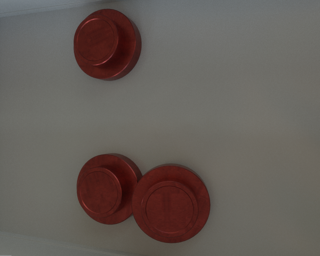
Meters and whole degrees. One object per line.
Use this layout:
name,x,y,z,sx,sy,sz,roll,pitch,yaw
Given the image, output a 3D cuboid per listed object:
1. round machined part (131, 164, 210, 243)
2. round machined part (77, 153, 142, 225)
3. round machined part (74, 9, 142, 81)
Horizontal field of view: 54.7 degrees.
round machined part,0.013,0.095,0.384,0.099,0.042,0.097,0,91,4
round machined part,-0.074,0.085,0.428,0.098,0.042,0.097,0,90,20
round machined part,-0.079,-0.117,0.429,0.098,0.042,0.097,0,90,20
